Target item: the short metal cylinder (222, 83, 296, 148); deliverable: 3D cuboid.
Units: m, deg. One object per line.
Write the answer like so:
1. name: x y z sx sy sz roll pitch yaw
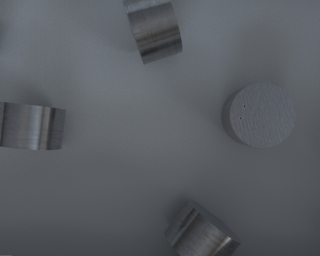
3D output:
1. short metal cylinder: 0.125 -0.016 0.401 0.081 0.050 0.079 0 90 -1

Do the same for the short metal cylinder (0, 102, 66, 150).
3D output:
1. short metal cylinder: -0.161 -0.003 0.382 0.081 0.080 0.050 6 90 -1

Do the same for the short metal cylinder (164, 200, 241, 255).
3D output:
1. short metal cylinder: 0.053 0.135 0.385 0.080 0.080 0.050 38 90 -1

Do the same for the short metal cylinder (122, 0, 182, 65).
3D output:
1. short metal cylinder: -0.009 -0.125 0.384 0.050 0.080 0.080 -19 90 0
